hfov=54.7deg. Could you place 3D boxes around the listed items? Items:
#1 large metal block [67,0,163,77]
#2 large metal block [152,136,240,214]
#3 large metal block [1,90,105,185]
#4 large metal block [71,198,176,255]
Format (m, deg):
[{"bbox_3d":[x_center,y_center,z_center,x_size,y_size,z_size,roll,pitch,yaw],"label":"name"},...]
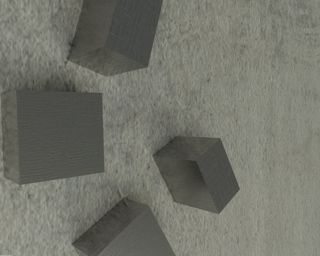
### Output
[{"bbox_3d":[-0.048,-0.106,0.329,0.050,0.080,0.080,20,78,-39],"label":"large metal block"},{"bbox_3d":[0.048,0.059,0.411,0.050,0.080,0.080,-38,114,-34],"label":"large metal block"},{"bbox_3d":[-0.104,0.006,0.303,0.081,0.050,0.079,-3,92,-40],"label":"large metal block"},{"bbox_3d":[-0.039,0.141,0.358,0.080,0.050,0.080,-39,114,-33],"label":"large metal block"}]
